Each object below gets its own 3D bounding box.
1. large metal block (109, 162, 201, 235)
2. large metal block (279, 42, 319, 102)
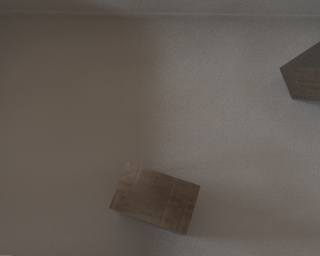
[{"bbox_3d":[-0.004,0.083,0.350,0.080,0.080,0.050,17,71,6],"label":"large metal block"},{"bbox_3d":[0.221,-0.077,0.402,0.080,0.080,0.050,-33,107,-11],"label":"large metal block"}]
